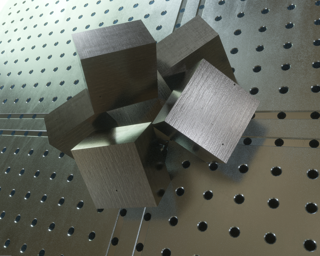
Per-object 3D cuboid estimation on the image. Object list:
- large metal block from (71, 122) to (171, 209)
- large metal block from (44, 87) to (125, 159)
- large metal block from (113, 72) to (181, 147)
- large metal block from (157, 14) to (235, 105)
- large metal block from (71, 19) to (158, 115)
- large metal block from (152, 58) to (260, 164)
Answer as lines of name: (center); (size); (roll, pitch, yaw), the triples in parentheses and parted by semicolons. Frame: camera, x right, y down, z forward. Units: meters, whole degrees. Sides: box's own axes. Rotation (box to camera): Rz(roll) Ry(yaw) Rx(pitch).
large metal block: (-0.042, 0.045, 0.360); (0.080, 0.080, 0.050); (-8, 22, 24)
large metal block: (-0.095, 0.000, 0.423); (0.080, 0.080, 0.050); (-33, 52, 6)
large metal block: (-0.014, -0.021, 0.415); (0.080, 0.050, 0.080); (-34, 51, 6)
large metal block: (0.041, -0.083, 0.403); (0.080, 0.080, 0.050); (-34, 52, 6)
large metal block: (-0.050, -0.070, 0.362); (0.081, 0.080, 0.050); (-17, 51, -13)
large metal block: (0.050, -0.016, 0.348); (0.080, 0.080, 0.050); (-58, 12, -13)
